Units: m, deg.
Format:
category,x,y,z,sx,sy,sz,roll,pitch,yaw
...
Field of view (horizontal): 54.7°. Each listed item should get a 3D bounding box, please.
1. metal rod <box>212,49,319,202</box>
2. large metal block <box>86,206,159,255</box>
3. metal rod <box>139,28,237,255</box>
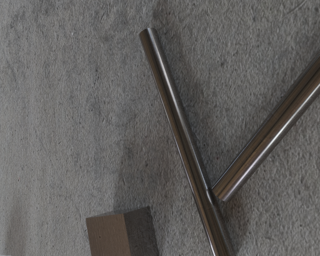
category,x,y,z,sx,sy,sz,roll,pitch,yaw
metal rod,0.141,-0.043,0.287,0.025,0.025,0.298,46,117,30
large metal block,-0.052,0.157,0.430,0.080,0.050,0.080,-19,78,38
metal rod,0.029,0.011,0.379,0.025,0.025,0.299,-29,72,36
